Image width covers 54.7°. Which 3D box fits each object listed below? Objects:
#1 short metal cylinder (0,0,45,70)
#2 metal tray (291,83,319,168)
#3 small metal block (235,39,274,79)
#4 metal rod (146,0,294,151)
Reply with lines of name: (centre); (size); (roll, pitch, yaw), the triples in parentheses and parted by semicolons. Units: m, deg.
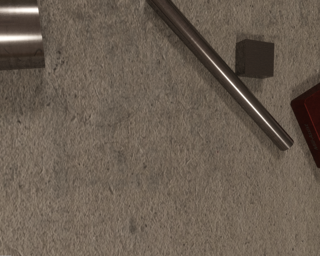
short metal cylinder: (-0.152, -0.102, 0.324); (0.050, 0.080, 0.079); (-8, 93, -20)
metal tray: (0.281, -0.007, 0.513); (0.091, 0.030, 0.129); (-30, 100, -18)
small metal block: (0.142, -0.102, 0.463); (0.050, 0.025, 0.050); (2, 90, -21)
metal rod: (0.094, -0.075, 0.445); (0.300, 0.025, 0.025); (44, 76, -15)
